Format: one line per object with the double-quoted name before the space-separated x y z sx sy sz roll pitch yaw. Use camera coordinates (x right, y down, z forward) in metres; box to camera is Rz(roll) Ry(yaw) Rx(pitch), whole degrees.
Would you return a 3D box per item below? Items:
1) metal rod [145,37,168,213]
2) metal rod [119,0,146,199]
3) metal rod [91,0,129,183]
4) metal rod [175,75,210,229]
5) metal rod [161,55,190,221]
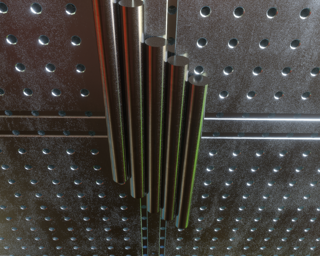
"metal rod" -0.007 0.021 0.428 0.025 0.025 0.298 1 130 -1
"metal rod" -0.032 -0.010 0.401 0.025 0.025 0.298 1 130 -1
"metal rod" -0.057 -0.039 0.377 0.025 0.025 0.298 1 130 -1
"metal rod" 0.042 0.057 0.460 0.025 0.025 0.298 1 130 -1
"metal rod" 0.017 0.038 0.443 0.025 0.025 0.298 1 130 -1
